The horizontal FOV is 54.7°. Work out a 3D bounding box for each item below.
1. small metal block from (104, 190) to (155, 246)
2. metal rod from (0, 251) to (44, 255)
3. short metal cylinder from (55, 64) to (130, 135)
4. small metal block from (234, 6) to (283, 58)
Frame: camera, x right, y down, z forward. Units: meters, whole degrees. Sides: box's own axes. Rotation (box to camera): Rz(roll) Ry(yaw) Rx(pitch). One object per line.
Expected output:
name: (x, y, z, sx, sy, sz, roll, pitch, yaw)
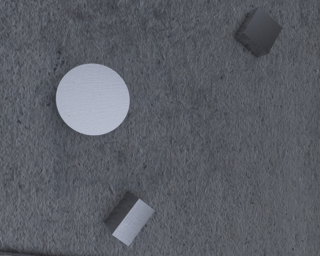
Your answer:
small metal block: (-0.039, 0.109, 0.382, 0.025, 0.050, 0.050, 42, 77, -16)
metal rod: (-0.061, 0.183, 0.387, 0.302, 0.025, 0.025, 15, 85, -20)
short metal cylinder: (-0.081, -0.032, 0.366, 0.081, 0.050, 0.079, 0, 90, -20)
small metal block: (0.148, -0.143, 0.465, 0.050, 0.025, 0.050, 34, 79, -17)
